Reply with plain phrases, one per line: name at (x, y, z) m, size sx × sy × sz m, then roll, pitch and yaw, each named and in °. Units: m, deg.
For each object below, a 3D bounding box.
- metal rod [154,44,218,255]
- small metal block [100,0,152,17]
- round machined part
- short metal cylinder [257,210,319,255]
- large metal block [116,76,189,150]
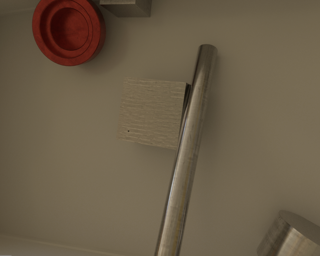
metal rod at (0.028, 0.038, 0.339) m, size 0.025 × 0.025 × 0.299 m, roll 6°, pitch 69°, yaw 19°
small metal block at (-0.044, -0.168, 0.412) m, size 0.050 × 0.050 × 0.025 m, roll 7°, pitch 93°, yaw 19°
round machined part at (-0.122, -0.138, 0.433) m, size 0.098 × 0.042 × 0.097 m, roll 3°, pitch 107°, yaw 10°
short metal cylinder at (0.152, 0.132, 0.328) m, size 0.080 × 0.080 × 0.050 m, roll 29°, pitch 100°, yaw 17°
large metal block at (-0.004, -0.019, 0.398) m, size 0.080 × 0.050 × 0.079 m, roll 9°, pitch 93°, yaw 19°
